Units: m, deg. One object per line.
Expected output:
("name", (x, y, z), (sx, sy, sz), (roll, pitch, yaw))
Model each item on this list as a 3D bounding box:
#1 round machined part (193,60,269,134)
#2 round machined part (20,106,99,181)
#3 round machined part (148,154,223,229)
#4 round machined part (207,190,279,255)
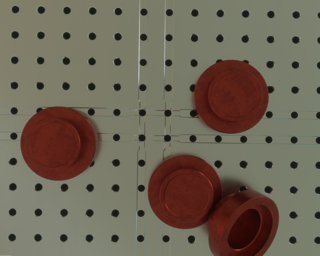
("round machined part", (0.094, -0.041, 0.406), (0.099, 0.042, 0.097), (0, 90, -1))
("round machined part", (-0.133, 0.021, 0.403), (0.099, 0.042, 0.097), (0, 90, -1))
("round machined part", (0.033, 0.084, 0.405), (0.099, 0.042, 0.097), (0, 90, -1))
("round machined part", (0.100, 0.123, 0.392), (0.099, 0.042, 0.097), (-9, 109, -28))
